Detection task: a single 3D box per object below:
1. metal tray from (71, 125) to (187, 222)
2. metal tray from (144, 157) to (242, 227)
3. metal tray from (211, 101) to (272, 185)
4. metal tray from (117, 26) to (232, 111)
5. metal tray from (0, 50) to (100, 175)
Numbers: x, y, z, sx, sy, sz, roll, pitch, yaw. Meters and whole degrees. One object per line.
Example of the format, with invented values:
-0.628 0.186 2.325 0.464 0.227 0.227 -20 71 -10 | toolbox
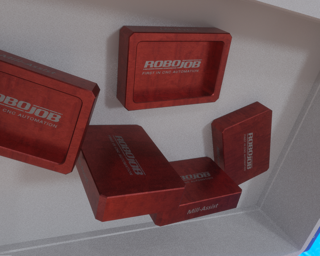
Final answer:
-0.041 0.041 0.344 0.091 0.130 0.030 -1 120 -29 | metal tray
0.037 0.084 0.441 0.131 0.090 0.030 -5 121 -26 | metal tray
0.133 0.031 0.500 0.091 0.030 0.129 -23 127 -15 | metal tray
0.017 -0.072 0.371 0.131 0.030 0.089 -8 122 -25 | metal tray
-0.133 -0.018 0.289 0.131 0.030 0.089 19 110 -10 | metal tray
